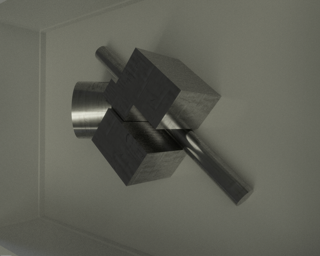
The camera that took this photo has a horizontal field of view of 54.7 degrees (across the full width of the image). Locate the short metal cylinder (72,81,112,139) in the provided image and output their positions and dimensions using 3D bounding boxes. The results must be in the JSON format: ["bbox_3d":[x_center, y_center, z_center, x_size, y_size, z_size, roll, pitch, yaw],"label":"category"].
[{"bbox_3d":[-0.086,-0.025,0.430,0.050,0.080,0.079,1,91,0],"label":"short metal cylinder"}]

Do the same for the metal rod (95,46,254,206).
[{"bbox_3d":[0.001,-0.020,0.403,0.300,0.025,0.025,47,118,29],"label":"metal rod"}]

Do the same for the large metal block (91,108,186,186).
[{"bbox_3d":[-0.024,0.021,0.388,0.080,0.081,0.050,47,118,29],"label":"large metal block"}]

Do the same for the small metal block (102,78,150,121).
[{"bbox_3d":[-0.034,-0.034,0.385,0.050,0.050,0.025,48,119,29],"label":"small metal block"}]

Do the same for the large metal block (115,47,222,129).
[{"bbox_3d":[0.010,-0.044,0.360,0.080,0.081,0.050,48,118,29],"label":"large metal block"}]
